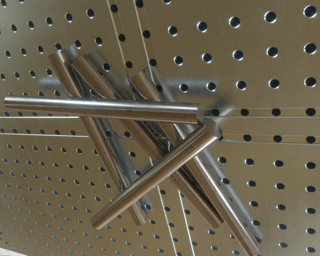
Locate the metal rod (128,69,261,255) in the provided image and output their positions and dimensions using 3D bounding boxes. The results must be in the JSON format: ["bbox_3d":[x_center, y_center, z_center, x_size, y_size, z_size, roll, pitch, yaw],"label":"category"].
[{"bbox_3d":[0.052,0.054,0.416,0.025,0.025,0.299,-25,105,36],"label":"metal rod"}]

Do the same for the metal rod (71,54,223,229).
[{"bbox_3d":[-0.012,0.023,0.430,0.025,0.025,0.300,-34,100,38],"label":"metal rod"}]

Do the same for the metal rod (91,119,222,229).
[{"bbox_3d":[-0.023,0.081,0.439,0.025,0.025,0.299,44,129,-3],"label":"metal rod"}]

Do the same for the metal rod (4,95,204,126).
[{"bbox_3d":[-0.091,-0.027,0.408,0.301,0.025,0.025,5,121,25],"label":"metal rod"}]

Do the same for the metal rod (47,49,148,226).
[{"bbox_3d":[-0.087,0.027,0.471,0.025,0.025,0.299,-10,114,32],"label":"metal rod"}]
